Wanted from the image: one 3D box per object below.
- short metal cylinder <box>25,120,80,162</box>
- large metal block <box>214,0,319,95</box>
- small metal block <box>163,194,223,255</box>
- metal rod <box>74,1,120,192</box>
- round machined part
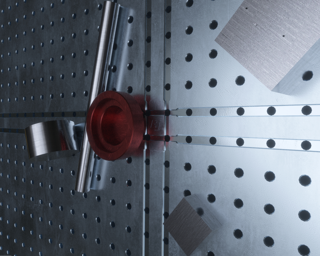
[{"bbox_3d":[-0.180,0.022,0.519,0.080,0.081,0.050,-21,77,37],"label":"short metal cylinder"},{"bbox_3d":[0.115,-0.089,0.297,0.080,0.050,0.080,52,120,27],"label":"large metal block"},{"bbox_3d":[0.039,0.117,0.376,0.050,0.025,0.050,47,118,29],"label":"small metal block"},{"bbox_3d":[-0.100,-0.043,0.489,0.025,0.025,0.298,18,101,38],"label":"metal rod"},{"bbox_3d":[-0.058,-0.003,0.444,0.098,0.042,0.097,0,90,39],"label":"round machined part"}]
